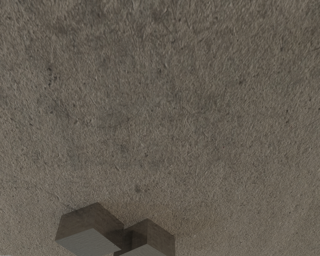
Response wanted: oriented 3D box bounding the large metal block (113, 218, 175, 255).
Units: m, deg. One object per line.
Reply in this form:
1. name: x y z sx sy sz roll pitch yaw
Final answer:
1. large metal block: -0.028 0.223 0.580 0.080 0.050 0.080 -32 124 24

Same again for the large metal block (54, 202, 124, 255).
1. large metal block: -0.122 0.184 0.546 0.080 0.050 0.080 -24 127 18
